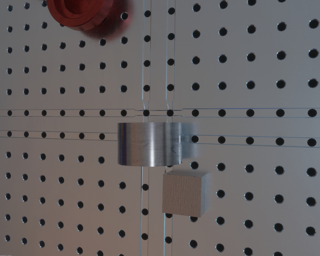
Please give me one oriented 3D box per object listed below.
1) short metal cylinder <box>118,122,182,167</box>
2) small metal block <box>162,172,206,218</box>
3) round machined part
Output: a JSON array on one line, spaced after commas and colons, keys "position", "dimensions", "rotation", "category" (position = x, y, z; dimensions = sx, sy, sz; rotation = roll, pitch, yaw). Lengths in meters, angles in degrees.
[{"position": [-0.012, 0.018, 0.388], "dimensions": [0.080, 0.080, 0.050], "rotation": [0, 90, 20], "category": "short metal cylinder"}, {"position": [0.031, 0.085, 0.401], "dimensions": [0.050, 0.025, 0.050], "rotation": [2, 91, 20], "category": "small metal block"}, {"position": [-0.108, -0.187, 0.442], "dimensions": [0.098, 0.042, 0.097], "rotation": [0, 90, 19], "category": "round machined part"}]
